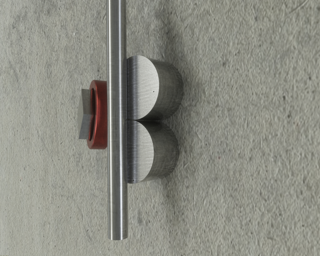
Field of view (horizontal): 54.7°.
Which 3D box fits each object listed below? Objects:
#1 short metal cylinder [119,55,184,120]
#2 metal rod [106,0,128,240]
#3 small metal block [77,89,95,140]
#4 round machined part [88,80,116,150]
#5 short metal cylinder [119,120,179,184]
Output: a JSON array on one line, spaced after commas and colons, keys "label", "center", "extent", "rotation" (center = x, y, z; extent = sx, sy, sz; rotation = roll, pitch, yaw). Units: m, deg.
[{"label": "short metal cylinder", "center": [-0.016, -0.050, 0.404], "extent": [0.080, 0.050, 0.079], "rotation": [0, 90, 40]}, {"label": "metal rod", "center": [-0.053, -0.014, 0.386], "extent": [0.025, 0.025, 0.298], "rotation": [-1, 89, 40]}, {"label": "small metal block", "center": [-0.100, -0.019, 0.436], "extent": [0.050, 0.025, 0.050], "rotation": [114, 150, -42]}, {"label": "round machined part", "center": [-0.077, -0.018, 0.443], "extent": [0.098, 0.042, 0.097], "rotation": [-177, 90, -69]}, {"label": "short metal cylinder", "center": [-0.022, 0.030, 0.408], "extent": [0.080, 0.050, 0.080], "rotation": [-1, 89, 40]}]
